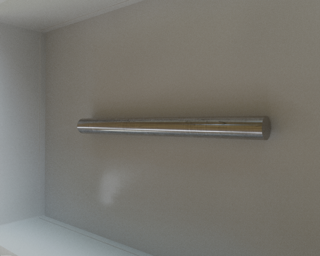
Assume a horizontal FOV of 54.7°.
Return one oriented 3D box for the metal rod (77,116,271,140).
[{"bbox_3d":[-0.008,-0.002,0.409,0.300,0.025,0.025,1,91,39],"label":"metal rod"}]
